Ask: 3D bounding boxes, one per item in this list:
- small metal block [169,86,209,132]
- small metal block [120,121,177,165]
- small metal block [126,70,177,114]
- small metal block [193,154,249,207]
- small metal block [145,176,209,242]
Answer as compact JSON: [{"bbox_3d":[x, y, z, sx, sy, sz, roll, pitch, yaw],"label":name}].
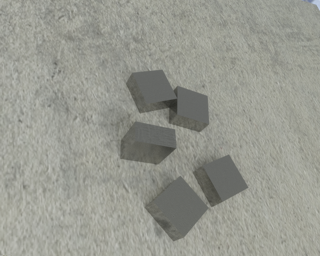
[{"bbox_3d":[0.041,-0.027,0.444,0.050,0.025,0.050,16,55,-20],"label":"small metal block"},{"bbox_3d":[-0.015,0.019,0.369,0.050,0.050,0.025,11,57,-23],"label":"small metal block"},{"bbox_3d":[-0.012,-0.052,0.430,0.050,0.025,0.050,-13,69,-34],"label":"small metal block"},{"bbox_3d":[0.080,0.069,0.407,0.050,0.025,0.050,-17,71,-35],"label":"small metal block"},{"bbox_3d":[0.020,0.093,0.359,0.050,0.025,0.050,49,51,6],"label":"small metal block"}]
